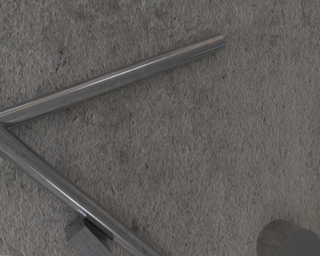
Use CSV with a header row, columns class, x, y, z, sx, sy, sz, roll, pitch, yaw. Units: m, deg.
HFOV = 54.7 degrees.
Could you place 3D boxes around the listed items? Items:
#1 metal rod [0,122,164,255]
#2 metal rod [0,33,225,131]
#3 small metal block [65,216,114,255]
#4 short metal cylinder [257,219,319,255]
class,x,y,z,sx,sy,sz,roll,pitch,yaw
metal rod,-0.087,0.093,0.366,0.300,0.025,0.025,45,76,-19
metal rod,-0.046,-0.065,0.391,0.302,0.025,0.025,-24,98,-19
small metal block,-0.084,0.134,0.365,0.025,0.050,0.050,-41,103,-15
short metal cylinder,0.195,0.185,0.468,0.081,0.050,0.079,0,90,-20
